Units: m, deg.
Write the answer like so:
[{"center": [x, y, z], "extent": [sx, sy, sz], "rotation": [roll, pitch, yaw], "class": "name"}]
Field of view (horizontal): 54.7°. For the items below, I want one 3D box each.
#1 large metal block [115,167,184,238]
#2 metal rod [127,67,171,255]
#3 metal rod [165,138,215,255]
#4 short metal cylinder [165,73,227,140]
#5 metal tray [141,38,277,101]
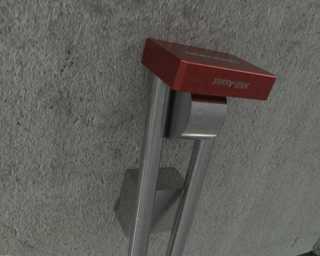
[{"center": [-0.012, 0.106, 0.450], "extent": [0.081, 0.050, 0.079], "rotation": [2, 118, -30], "class": "large metal block"}, {"center": [-0.015, 0.065, 0.383], "extent": [0.025, 0.025, 0.298], "rotation": [2, 102, -30], "class": "metal rod"}, {"center": [0.047, 0.068, 0.418], "extent": [0.025, 0.025, 0.298], "rotation": [9, 99, -33], "class": "metal rod"}, {"center": [0.036, -0.025, 0.379], "extent": [0.050, 0.080, 0.079], "rotation": [2, 118, -30], "class": "short metal cylinder"}, {"center": [0.055, -0.067, 0.356], "extent": [0.131, 0.090, 0.030], "rotation": [2, 117, -30], "class": "metal tray"}]
